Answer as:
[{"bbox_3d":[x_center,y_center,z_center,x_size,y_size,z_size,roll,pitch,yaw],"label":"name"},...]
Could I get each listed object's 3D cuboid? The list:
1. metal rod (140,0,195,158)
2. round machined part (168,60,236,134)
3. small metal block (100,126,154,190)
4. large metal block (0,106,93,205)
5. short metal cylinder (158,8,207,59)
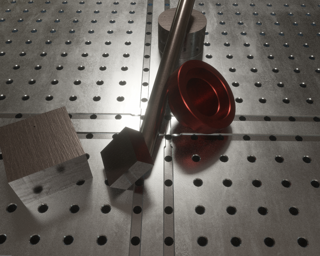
[{"bbox_3d":[0.013,-0.092,0.441,0.025,0.025,0.300,11,64,8],"label":"metal rod"},{"bbox_3d":[0.050,-0.037,0.408,0.099,0.042,0.098,17,59,-31],"label":"round machined part"},{"bbox_3d":[-0.039,0.035,0.359,0.025,0.050,0.050,22,34,-43],"label":"small metal block"},{"bbox_3d":[-0.135,0.030,0.364,0.081,0.050,0.080,-21,53,-17],"label":"large metal block"},{"bbox_3d":[0.037,-0.162,0.528,0.081,0.050,0.080,0,50,0],"label":"short metal cylinder"}]
